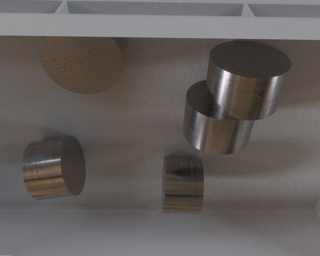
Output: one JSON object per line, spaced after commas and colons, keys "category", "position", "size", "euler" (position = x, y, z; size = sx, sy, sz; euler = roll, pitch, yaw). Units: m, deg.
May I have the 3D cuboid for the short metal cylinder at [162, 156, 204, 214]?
{"category": "short metal cylinder", "position": [0.030, 0.081, 0.442], "size": [0.050, 0.080, 0.079], "euler": [3, 130, -2]}

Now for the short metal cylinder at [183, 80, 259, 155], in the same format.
{"category": "short metal cylinder", "position": [0.069, -0.015, 0.361], "size": [0.081, 0.080, 0.050], "euler": [1, 130, -1]}

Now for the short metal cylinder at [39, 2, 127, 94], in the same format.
{"category": "short metal cylinder", "position": [-0.077, -0.082, 0.322], "size": [0.081, 0.050, 0.079], "euler": [0, 130, 0]}

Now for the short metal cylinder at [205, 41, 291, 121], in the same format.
{"category": "short metal cylinder", "position": [0.090, -0.052, 0.329], "size": [0.081, 0.080, 0.050], "euler": [1, 130, -1]}

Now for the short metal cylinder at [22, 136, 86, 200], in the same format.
{"category": "short metal cylinder", "position": [-0.139, 0.054, 0.417], "size": [0.050, 0.080, 0.080], "euler": [-8, 130, 7]}
